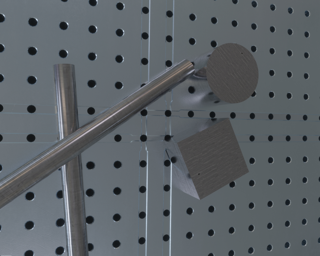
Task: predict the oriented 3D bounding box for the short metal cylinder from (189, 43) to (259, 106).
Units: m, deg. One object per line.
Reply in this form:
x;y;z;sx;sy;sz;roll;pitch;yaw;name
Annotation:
0.088;-0.072;0.432;0.081;0.050;0.079;0;90;-20;short metal cylinder

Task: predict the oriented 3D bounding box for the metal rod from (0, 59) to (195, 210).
-0.070;-0.001;0.364;0.302;0.025;0.025;-37;102;-25;metal rod

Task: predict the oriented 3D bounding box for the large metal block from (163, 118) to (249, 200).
0.062;0.039;0.423;0.081;0.050;0.080;-25;99;-18;large metal block

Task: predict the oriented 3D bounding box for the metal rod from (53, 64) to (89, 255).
-0.105;0.074;0.374;0.025;0.025;0.298;-4;92;-20;metal rod
